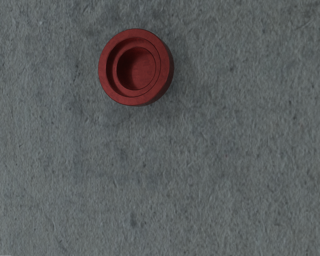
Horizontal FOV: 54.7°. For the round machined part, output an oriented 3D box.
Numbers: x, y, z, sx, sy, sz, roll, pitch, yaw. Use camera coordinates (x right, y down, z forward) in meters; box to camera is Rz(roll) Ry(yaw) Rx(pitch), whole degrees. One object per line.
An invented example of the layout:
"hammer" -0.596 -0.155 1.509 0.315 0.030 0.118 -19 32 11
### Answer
"round machined part" -0.028 -0.077 0.409 0.098 0.042 0.097 0 90 19
